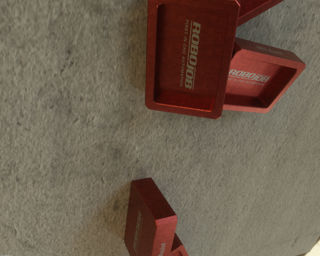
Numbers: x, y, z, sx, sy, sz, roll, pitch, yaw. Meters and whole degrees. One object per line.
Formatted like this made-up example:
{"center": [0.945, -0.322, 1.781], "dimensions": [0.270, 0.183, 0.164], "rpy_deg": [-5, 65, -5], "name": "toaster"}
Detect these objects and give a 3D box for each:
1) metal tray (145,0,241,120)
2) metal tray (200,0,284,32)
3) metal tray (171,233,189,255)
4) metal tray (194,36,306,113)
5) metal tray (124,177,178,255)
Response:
{"center": [0.032, -0.078, 0.342], "dimensions": [0.090, 0.030, 0.129], "rpy_deg": [9, 121, 10], "name": "metal tray"}
{"center": [0.103, -0.176, 0.352], "dimensions": [0.131, 0.030, 0.090], "rpy_deg": [-31, 129, -8], "name": "metal tray"}
{"center": [-0.009, 0.256, 0.558], "dimensions": [0.131, 0.030, 0.090], "rpy_deg": [-30, 129, -10], "name": "metal tray"}
{"center": [0.118, -0.065, 0.410], "dimensions": [0.131, 0.030, 0.089], "rpy_deg": [2, 134, -33], "name": "metal tray"}
{"center": [-0.018, 0.149, 0.448], "dimensions": [0.030, 0.090, 0.129], "rpy_deg": [-6, 121, -26], "name": "metal tray"}
